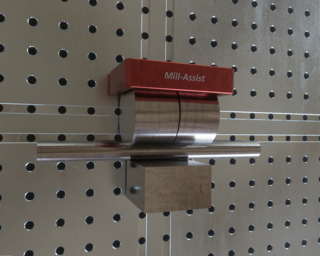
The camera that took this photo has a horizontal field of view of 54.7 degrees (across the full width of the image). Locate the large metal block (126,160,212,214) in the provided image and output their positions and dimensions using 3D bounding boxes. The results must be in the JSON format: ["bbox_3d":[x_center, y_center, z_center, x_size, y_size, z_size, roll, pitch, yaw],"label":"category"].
[{"bbox_3d":[0.008,0.067,0.382,0.081,0.080,0.050,1,90,-20],"label":"large metal block"}]

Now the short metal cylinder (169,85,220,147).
[{"bbox_3d":[0.033,-0.016,0.393,0.050,0.080,0.079,2,90,-20],"label":"short metal cylinder"}]

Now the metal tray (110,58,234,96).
[{"bbox_3d":[0.012,-0.056,0.378,0.131,0.090,0.030,1,90,-20],"label":"metal tray"}]

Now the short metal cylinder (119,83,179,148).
[{"bbox_3d":[-0.016,-0.016,0.375,0.050,0.080,0.079,1,90,-20],"label":"short metal cylinder"}]

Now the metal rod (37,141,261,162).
[{"bbox_3d":[0.000,0.029,0.409,0.303,0.025,0.025,1,90,-20],"label":"metal rod"}]
